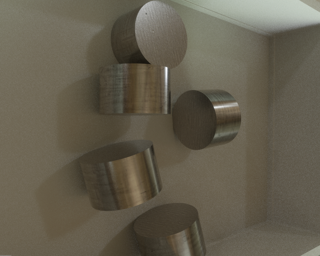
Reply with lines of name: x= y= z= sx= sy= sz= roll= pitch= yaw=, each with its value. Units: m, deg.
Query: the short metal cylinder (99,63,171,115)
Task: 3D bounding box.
short metal cylinder: x=-0.028 y=-0.040 z=0.349 sx=0.081 sy=0.080 sz=0.050 roll=-1 pitch=91 yaw=-40

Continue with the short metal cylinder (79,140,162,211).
short metal cylinder: x=-0.042 y=0.048 z=0.337 sx=0.081 sy=0.080 sz=0.050 roll=-20 pitch=103 yaw=-38

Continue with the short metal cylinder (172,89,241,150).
short metal cylinder: x=0.063 y=-0.013 z=0.426 sx=0.050 sy=0.080 sz=0.079 roll=-7 pitch=95 yaw=-40

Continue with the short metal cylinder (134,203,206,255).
short metal cylinder: x=0.013 y=0.135 z=0.384 sx=0.081 sy=0.080 sz=0.050 roll=-22 pitch=104 yaw=-38

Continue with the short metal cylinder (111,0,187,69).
short metal cylinder: x=-0.013 y=-0.108 z=0.381 sx=0.081 sy=0.050 sz=0.079 roll=0 pitch=90 yaw=-40
